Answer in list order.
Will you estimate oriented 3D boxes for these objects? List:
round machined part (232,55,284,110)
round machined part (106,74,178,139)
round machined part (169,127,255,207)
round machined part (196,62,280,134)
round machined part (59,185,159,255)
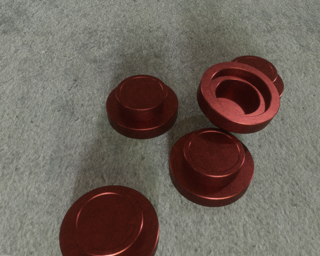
[{"bbox_3d":[0.131,-0.069,0.452,0.099,0.042,0.098,0,50,0],"label":"round machined part"},{"bbox_3d":[-0.024,-0.035,0.422,0.099,0.042,0.098,0,50,0],"label":"round machined part"},{"bbox_3d":[0.061,0.038,0.361,0.099,0.042,0.098,0,50,0],"label":"round machined part"},{"bbox_3d":[0.094,-0.033,0.388,0.099,0.042,0.098,5,56,-7],"label":"round machined part"},{"bbox_3d":[-0.050,0.099,0.308,0.099,0.042,0.098,0,50,0],"label":"round machined part"}]
